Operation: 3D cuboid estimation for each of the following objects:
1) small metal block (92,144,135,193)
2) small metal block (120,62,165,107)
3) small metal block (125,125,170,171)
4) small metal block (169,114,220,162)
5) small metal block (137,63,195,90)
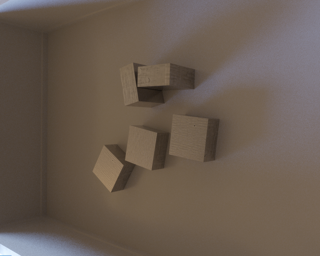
[{"bbox_3d":[-0.069,0.059,0.464,0.050,0.025,0.050,40,114,32],"label":"small metal block"},{"bbox_3d":[-0.023,-0.055,0.410,0.025,0.050,0.050,-14,81,39],"label":"small metal block"},{"bbox_3d":[-0.018,0.026,0.422,0.050,0.025,0.050,15,99,39],"label":"small metal block"},{"bbox_3d":[0.041,0.011,0.373,0.050,0.025,0.050,10,96,39],"label":"small metal block"},{"bbox_3d":[0.008,-0.062,0.384,0.050,0.050,0.025,3,92,40],"label":"small metal block"}]
